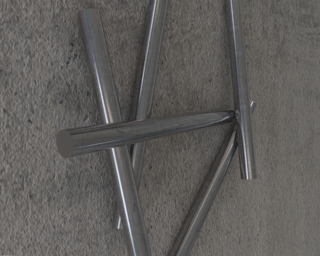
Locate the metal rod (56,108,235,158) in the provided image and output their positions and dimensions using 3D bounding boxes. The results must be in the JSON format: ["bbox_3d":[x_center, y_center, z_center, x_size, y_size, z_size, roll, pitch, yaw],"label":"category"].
[{"bbox_3d":[0.014,-0.003,0.380,0.302,0.025,0.025,-10,97,-50],"label":"metal rod"}]

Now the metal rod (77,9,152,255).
[{"bbox_3d":[-0.048,0.020,0.343,0.025,0.025,0.298,-13,92,-39],"label":"metal rod"}]

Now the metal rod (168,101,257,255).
[{"bbox_3d":[0.084,0.078,0.475,0.025,0.025,0.300,46,63,-31],"label":"metal rod"}]

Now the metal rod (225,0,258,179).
[{"bbox_3d":[0.127,-0.070,0.489,0.025,0.025,0.298,0,84,-40],"label":"metal rod"}]

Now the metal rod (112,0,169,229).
[{"bbox_3d":[-0.022,-0.029,0.385,0.025,0.025,0.299,15,81,-39],"label":"metal rod"}]
